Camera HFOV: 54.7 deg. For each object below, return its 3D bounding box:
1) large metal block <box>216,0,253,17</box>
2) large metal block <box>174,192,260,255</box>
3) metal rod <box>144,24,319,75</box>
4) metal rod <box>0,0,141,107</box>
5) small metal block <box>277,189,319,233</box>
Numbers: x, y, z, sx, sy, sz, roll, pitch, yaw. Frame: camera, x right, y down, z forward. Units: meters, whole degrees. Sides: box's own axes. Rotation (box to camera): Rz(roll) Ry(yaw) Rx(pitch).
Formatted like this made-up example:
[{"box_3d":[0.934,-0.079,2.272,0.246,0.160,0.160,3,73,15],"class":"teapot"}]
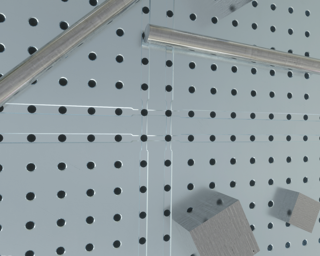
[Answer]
[{"box_3d":[0.109,-0.212,0.423,0.050,0.080,0.080,-37,102,-16],"class":"large metal block"},{"box_3d":[0.078,0.148,0.428,0.081,0.050,0.080,-27,99,-18],"class":"large metal block"},{"box_3d":[0.124,-0.112,0.457,0.302,0.025,0.025,5,89,-20],"class":"metal rod"},{"box_3d":[-0.098,-0.115,0.375,0.301,0.025,0.025,-43,104,-15],"class":"metal rod"},{"box_3d":[0.223,0.133,0.495,0.050,0.025,0.050,26,81,-18],"class":"small metal block"}]
